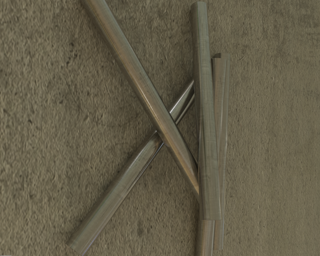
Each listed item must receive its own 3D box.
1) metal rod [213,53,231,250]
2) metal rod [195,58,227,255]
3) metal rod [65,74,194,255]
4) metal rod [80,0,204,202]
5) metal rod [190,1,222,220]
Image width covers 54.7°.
[{"bbox_3d":[0.091,0.034,0.481,0.025,0.025,0.298,4,87,-40],"label":"metal rod"},{"bbox_3d":[0.073,0.052,0.447,0.025,0.025,0.298,0,96,-40],"label":"metal rod"},{"bbox_3d":[-0.010,0.022,0.395,0.025,0.025,0.301,52,60,-28],"label":"metal rod"},{"bbox_3d":[-0.005,-0.022,0.373,0.025,0.025,0.299,-39,106,-33],"label":"metal rod"},{"bbox_3d":[0.058,-0.035,0.405,0.025,0.025,0.299,16,66,-39],"label":"metal rod"}]
